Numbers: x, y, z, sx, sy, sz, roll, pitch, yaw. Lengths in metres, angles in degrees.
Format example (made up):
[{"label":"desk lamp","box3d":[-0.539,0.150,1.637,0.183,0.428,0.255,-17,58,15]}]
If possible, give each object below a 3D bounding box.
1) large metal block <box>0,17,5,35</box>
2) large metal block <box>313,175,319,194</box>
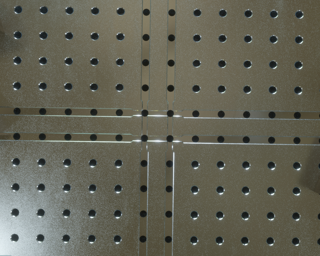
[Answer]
[{"label":"large metal block","box3d":[-0.258,-0.142,0.384,0.080,0.080,0.050,-17,90,0]},{"label":"large metal block","box3d":[0.263,0.065,0.403,0.080,0.050,0.080,21,90,0]}]
